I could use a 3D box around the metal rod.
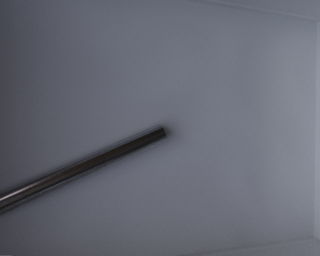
[{"bbox_3d":[-0.129,0.063,0.363,0.302,0.025,0.025,-24,98,-19],"label":"metal rod"}]
